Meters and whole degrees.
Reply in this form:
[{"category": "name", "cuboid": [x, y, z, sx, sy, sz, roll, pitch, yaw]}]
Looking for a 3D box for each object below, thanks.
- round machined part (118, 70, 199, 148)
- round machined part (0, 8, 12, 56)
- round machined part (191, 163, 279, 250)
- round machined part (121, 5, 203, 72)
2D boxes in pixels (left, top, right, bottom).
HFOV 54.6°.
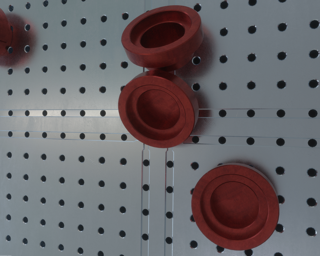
[{"category": "round machined part", "cuboid": [0.001, -0.026, 0.389, 0.098, 0.042, 0.097, 10, 122, 16]}, {"category": "round machined part", "cuboid": [-0.283, -0.154, 0.505, 0.098, 0.042, 0.097, 0, 90, 20]}, {"category": "round machined part", "cuboid": [0.090, 0.090, 0.372, 0.098, 0.042, 0.097, 0, 90, 20]}, {"category": "round machined part", "cuboid": [0.006, -0.106, 0.385, 0.098, 0.042, 0.098, -9, 49, 11]}]
